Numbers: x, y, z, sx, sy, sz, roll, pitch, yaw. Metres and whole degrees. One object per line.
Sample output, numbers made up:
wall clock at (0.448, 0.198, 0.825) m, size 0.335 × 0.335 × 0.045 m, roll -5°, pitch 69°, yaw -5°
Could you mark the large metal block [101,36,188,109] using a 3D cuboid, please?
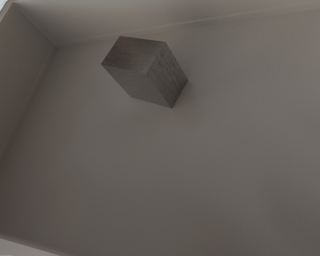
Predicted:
large metal block at (-0.019, -0.077, 0.429) m, size 0.080 × 0.080 × 0.050 m, roll 19°, pitch 72°, yaw 35°
